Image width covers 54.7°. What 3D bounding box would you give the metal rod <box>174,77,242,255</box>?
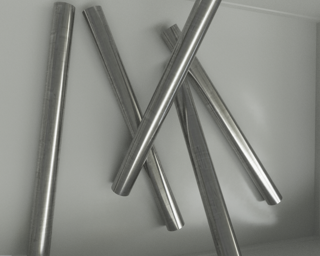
[{"bbox_3d":[0.054,0.056,0.365,0.025,0.025,0.299,-6,67,-20],"label":"metal rod"}]

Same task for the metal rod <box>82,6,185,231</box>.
[{"bbox_3d":[-0.031,-0.006,0.398,0.025,0.025,0.299,-23,98,-19],"label":"metal rod"}]

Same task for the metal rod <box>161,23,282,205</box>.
[{"bbox_3d":[0.093,-0.011,0.444,0.025,0.025,0.299,-38,102,-16],"label":"metal rod"}]

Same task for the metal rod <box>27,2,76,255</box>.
[{"bbox_3d":[-0.127,0.004,0.363,0.025,0.025,0.298,6,88,-20],"label":"metal rod"}]

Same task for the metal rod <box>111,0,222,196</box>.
[{"bbox_3d":[0.011,-0.050,0.352,0.025,0.025,0.298,20,107,-19],"label":"metal rod"}]
